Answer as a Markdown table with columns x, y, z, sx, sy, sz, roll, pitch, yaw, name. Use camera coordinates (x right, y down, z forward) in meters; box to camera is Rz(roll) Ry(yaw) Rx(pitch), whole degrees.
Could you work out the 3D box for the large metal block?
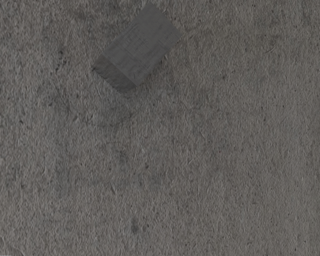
| x | y | z | sx | sy | sz | roll | pitch | yaw | name |
| --- | --- | --- | --- | --- | --- | --- | --- | --- | --- |
| -0.031 | -0.090 | 0.368 | 0.050 | 0.080 | 0.080 | 42 | 77 | -15 | large metal block |
